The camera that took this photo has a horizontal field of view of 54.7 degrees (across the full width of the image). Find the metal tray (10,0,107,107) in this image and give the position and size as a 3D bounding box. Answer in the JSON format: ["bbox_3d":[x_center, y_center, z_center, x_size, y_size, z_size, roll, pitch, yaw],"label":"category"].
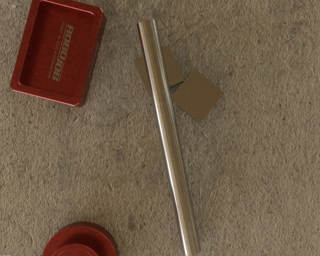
[{"bbox_3d":[-0.131,-0.100,0.405,0.091,0.030,0.129,15,90,-1],"label":"metal tray"}]

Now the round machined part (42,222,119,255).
[{"bbox_3d":[-0.105,0.176,0.400,0.099,0.042,0.097,0,90,-1],"label":"round machined part"}]

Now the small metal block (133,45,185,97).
[{"bbox_3d":[-0.001,-0.074,0.410,0.050,0.025,0.050,-23,90,-1],"label":"small metal block"}]

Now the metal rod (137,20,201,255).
[{"bbox_3d":[0.013,0.018,0.393,0.025,0.025,0.298,-11,97,0],"label":"metal rod"}]

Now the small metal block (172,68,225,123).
[{"bbox_3d":[0.048,-0.042,0.411,0.050,0.025,0.050,39,90,-1],"label":"small metal block"}]
